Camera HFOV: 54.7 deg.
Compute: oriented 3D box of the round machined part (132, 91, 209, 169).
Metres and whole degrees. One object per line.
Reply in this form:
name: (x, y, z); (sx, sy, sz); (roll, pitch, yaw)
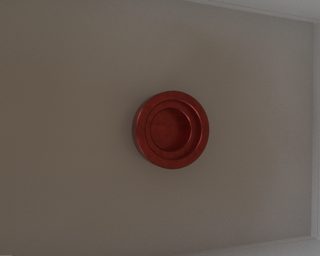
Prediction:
round machined part: (0.011, 0.002, 0.403); (0.099, 0.042, 0.097); (0, 90, -21)
